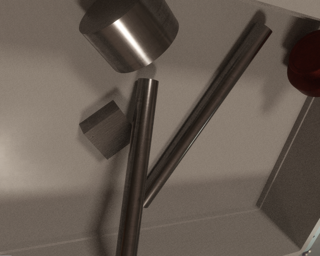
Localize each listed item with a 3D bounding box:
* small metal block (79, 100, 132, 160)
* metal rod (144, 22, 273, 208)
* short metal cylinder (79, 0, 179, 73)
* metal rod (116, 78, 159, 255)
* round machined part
[{"bbox_3d":[-0.061,0.003,0.378,0.050,0.025,0.050,-37,130,-4],"label":"small metal block"},{"bbox_3d":[0.054,-0.010,0.433,0.025,0.025,0.299,25,105,-37],"label":"metal rod"},{"bbox_3d":[-0.029,-0.099,0.297,0.080,0.080,0.050,-42,130,0],"label":"short metal cylinder"},{"bbox_3d":[-0.032,0.091,0.367,0.025,0.025,0.298,8,89,-32],"label":"metal rod"},{"bbox_3d":[0.220,-0.095,0.426,0.042,0.098,0.098,26,104,-31],"label":"round machined part"}]
